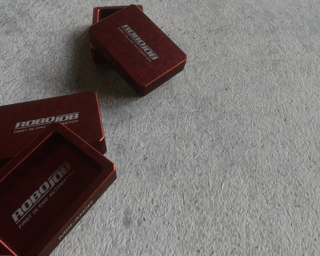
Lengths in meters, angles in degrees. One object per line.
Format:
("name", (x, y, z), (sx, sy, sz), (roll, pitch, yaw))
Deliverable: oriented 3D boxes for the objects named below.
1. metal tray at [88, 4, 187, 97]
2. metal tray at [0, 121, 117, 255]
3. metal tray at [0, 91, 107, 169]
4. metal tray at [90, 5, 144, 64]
("metal tray", (-0.034, -0.121, 0.472), (0.090, 0.030, 0.130), (-37, 76, -20))
("metal tray", (-0.120, 0.066, 0.320), (0.090, 0.030, 0.130), (35, 66, 13))
("metal tray", (-0.140, 0.003, 0.397), (0.131, 0.030, 0.090), (-11, 51, -9))
("metal tray", (-0.070, -0.165, 0.538), (0.091, 0.030, 0.130), (-4, 50, -4))
